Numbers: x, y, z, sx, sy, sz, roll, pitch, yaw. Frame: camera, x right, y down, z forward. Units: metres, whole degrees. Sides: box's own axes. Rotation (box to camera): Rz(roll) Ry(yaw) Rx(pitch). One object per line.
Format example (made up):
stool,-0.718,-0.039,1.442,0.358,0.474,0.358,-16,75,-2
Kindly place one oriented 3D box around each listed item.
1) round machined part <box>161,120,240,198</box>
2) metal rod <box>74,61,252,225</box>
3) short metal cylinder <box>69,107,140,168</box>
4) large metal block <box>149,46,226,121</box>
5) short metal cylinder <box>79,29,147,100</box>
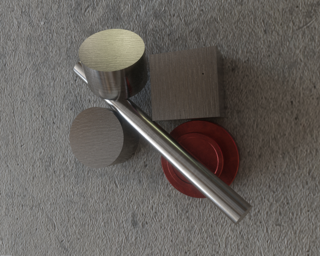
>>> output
round machined part,0.047,0.039,0.384,0.098,0.042,0.097,0,90,20
metal rod,-0.015,0.000,0.380,0.300,0.025,0.025,41,103,28
short metal cylinder,-0.075,0.012,0.424,0.080,0.050,0.080,0,90,20
large metal block,0.035,-0.050,0.382,0.080,0.050,0.080,-3,89,20
short metal cylinder,-0.058,-0.082,0.397,0.080,0.050,0.080,-1,53,2
